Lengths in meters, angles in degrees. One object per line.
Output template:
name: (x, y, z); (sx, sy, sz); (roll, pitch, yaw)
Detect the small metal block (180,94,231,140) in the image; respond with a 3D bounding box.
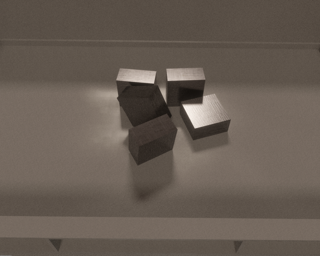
small metal block: (0.060, -0.016, 0.419); (0.050, 0.025, 0.050); (-14, 52, -12)

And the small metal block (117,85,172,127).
small metal block: (-0.020, -0.027, 0.401); (0.050, 0.050, 0.025); (3, 45, 35)

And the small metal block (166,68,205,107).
small metal block: (0.035, -0.057, 0.437); (0.050, 0.050, 0.025); (-2, 50, -2)

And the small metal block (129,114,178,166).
small metal block: (-0.010, 0.015, 0.374); (0.050, 0.050, 0.025); (-23, 64, -19)

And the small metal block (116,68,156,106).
small metal block: (-0.031, -0.054, 0.434); (0.050, 0.050, 0.025); (5, 50, 4)
